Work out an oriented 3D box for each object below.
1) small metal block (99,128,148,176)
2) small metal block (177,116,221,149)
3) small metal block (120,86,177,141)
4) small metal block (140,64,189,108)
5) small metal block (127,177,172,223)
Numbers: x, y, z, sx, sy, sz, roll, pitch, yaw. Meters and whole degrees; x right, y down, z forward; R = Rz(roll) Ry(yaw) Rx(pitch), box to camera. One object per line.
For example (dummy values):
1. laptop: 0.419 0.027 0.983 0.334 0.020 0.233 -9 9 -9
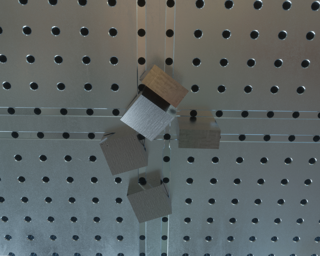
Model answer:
1. small metal block: -0.048 0.032 0.424 0.050 0.025 0.050 -16 110 5
2. small metal block: 0.048 0.005 0.403 0.050 0.050 0.025 2 110 -1
3. small metal block: -0.014 -0.018 0.399 0.050 0.025 0.050 36 125 -13
4. small metal block: 0.003 -0.053 0.379 0.050 0.050 0.025 36 96 -13
5. small metal block: -0.015 0.105 0.452 0.050 0.025 0.050 -18 109 6
